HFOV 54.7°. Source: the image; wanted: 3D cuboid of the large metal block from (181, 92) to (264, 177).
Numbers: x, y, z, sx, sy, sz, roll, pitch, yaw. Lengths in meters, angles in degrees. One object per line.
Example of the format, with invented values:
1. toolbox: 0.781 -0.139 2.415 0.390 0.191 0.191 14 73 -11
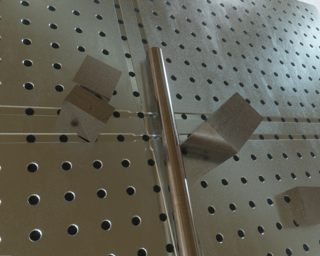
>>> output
1. large metal block: 0.078 0.009 0.412 0.050 0.080 0.080 46 51 3

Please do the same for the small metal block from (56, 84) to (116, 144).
1. small metal block: -0.086 -0.015 0.356 0.050 0.050 0.025 32 52 -8

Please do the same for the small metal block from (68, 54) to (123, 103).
1. small metal block: -0.083 -0.060 0.401 0.050 0.025 0.050 25 53 -13

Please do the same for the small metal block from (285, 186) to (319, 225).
1. small metal block: 0.221 0.115 0.460 0.050 0.025 0.050 7 59 -25

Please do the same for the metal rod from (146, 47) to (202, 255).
1. metal rod: 0.013 0.015 0.406 0.025 0.025 0.299 5 59 -26
